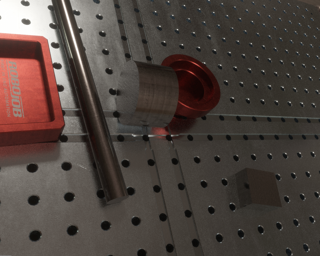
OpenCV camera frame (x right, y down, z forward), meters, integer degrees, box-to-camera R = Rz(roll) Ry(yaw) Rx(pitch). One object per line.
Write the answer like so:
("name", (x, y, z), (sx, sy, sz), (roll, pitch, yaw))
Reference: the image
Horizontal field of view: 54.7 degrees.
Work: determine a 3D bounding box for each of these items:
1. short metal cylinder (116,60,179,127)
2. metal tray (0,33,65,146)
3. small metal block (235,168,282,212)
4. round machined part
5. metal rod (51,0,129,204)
("short metal cylinder", (-0.018, -0.041, 0.390), (0.050, 0.080, 0.080), (4, 60, -26))
("metal tray", (-0.165, -0.046, 0.344), (0.091, 0.030, 0.130), (-5, 64, -31))
("small metal block", (0.136, 0.087, 0.431), (0.050, 0.025, 0.050), (12, 57, -22))
("round machined part", (0.036, -0.056, 0.452), (0.099, 0.042, 0.098), (15, 55, -22))
("metal rod", (-0.094, -0.053, 0.390), (0.025, 0.025, 0.299), (-7, 65, -32))
